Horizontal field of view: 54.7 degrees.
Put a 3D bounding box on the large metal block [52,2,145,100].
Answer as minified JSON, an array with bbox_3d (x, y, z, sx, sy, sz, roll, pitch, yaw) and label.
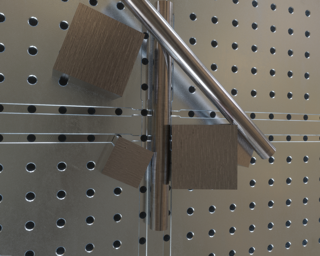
[{"bbox_3d":[-0.074,-0.087,0.372,0.080,0.050,0.080,21,83,-19],"label":"large metal block"}]

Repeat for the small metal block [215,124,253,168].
[{"bbox_3d":[0.109,0.025,0.453,0.050,0.025,0.050,21,83,-19],"label":"small metal block"}]

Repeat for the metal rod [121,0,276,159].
[{"bbox_3d":[0.053,-0.068,0.404,0.300,0.025,0.025,46,76,-15],"label":"metal rod"}]

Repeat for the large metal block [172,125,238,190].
[{"bbox_3d":[0.056,0.036,0.406,0.080,0.050,0.080,0,90,2],"label":"large metal block"}]

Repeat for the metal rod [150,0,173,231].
[{"bbox_3d":[0.002,-0.016,0.412,0.025,0.025,0.298,1,90,-20],"label":"metal rod"}]

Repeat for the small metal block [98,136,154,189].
[{"bbox_3d":[-0.043,0.043,0.397,0.050,0.025,0.050,27,81,-18],"label":"small metal block"}]
